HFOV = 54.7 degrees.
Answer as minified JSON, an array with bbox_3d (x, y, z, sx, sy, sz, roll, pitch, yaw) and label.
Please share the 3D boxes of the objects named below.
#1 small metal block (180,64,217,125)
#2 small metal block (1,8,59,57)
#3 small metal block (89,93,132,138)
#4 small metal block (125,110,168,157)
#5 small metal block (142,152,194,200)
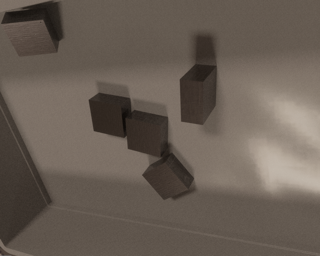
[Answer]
[{"bbox_3d":[0.044,-0.038,0.345,0.025,0.050,0.050,10,123,23],"label":"small metal block"},{"bbox_3d":[-0.163,-0.121,0.394,0.050,0.025,0.050,-6,143,0],"label":"small metal block"},{"bbox_3d":[-0.068,-0.018,0.431,0.050,0.025,0.050,11,123,21],"label":"small metal block"},{"bbox_3d":[-0.017,0.007,0.421,0.050,0.025,0.050,13,124,21],"label":"small metal block"},{"bbox_3d":[0.012,0.070,0.445,0.050,0.025,0.050,-34,100,38],"label":"small metal block"}]
